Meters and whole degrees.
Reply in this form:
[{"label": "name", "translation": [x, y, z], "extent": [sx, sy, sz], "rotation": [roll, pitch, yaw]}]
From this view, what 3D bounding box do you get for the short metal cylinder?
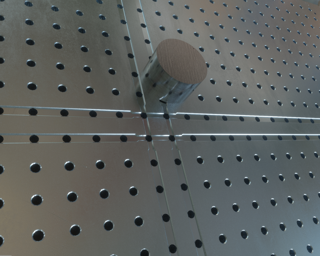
[{"label": "short metal cylinder", "translation": [0.021, -0.083, 0.454], "extent": [0.081, 0.050, 0.080], "rotation": [13, 56, -21]}]
